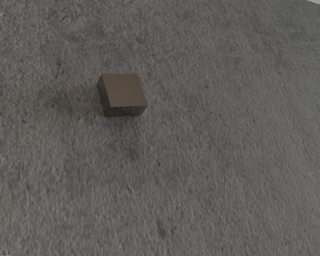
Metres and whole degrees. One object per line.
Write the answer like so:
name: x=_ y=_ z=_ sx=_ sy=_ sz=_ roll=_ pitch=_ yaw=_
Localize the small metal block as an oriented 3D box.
small metal block: x=-0.050 y=-0.043 z=0.403 sx=0.050 sy=0.025 sz=0.050 roll=-5 pitch=64 yaw=-30
